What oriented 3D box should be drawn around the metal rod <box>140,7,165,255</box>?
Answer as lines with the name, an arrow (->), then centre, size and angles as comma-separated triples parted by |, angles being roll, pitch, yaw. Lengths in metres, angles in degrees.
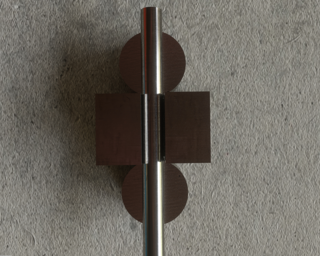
metal rod -> -0.009, 0.013, 0.361 | 0.025, 0.025, 0.298 | -1, 90, 0

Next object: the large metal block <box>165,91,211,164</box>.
large metal block -> 0.031, -0.001, 0.384 | 0.050, 0.080, 0.080 | -1, 90, 0

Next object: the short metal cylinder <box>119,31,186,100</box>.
short metal cylinder -> -0.009, -0.078, 0.398 | 0.081, 0.050, 0.080 | 0, 90, 0

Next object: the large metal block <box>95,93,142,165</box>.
large metal block -> -0.046, 0.001, 0.383 | 0.050, 0.080, 0.080 | -1, 90, 0

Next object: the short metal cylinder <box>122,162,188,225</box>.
short metal cylinder -> -0.006, 0.078, 0.399 | 0.081, 0.050, 0.080 | 0, 90, 0
